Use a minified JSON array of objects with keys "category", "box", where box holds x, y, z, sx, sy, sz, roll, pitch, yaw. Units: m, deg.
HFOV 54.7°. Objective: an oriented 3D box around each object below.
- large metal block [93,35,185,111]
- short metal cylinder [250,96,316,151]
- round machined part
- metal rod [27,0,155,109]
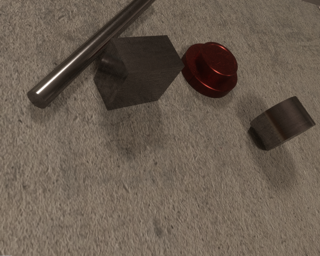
[{"category":"large metal block","box":[-0.029,-0.071,0.397,0.081,0.080,0.050,-15,70,-34]},{"category":"short metal cylinder","box":[0.187,-0.006,0.476,0.081,0.080,0.050,-17,71,-35]},{"category":"round machined part","box":[0.086,-0.100,0.503,0.099,0.042,0.098,14,56,-21]},{"category":"metal rod","box":[-0.077,-0.131,0.443,0.025,0.025,0.301,36,51,-5]}]
